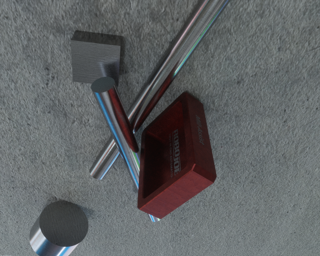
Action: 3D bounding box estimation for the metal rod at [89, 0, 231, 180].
[{"bbox_3d":[-0.018,-0.032,0.379,0.025,0.025,0.298,24,126,-19],"label":"metal rod"}]

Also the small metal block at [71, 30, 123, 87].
[{"bbox_3d":[-0.069,-0.076,0.341,0.050,0.025,0.050,6,130,-5],"label":"small metal block"}]

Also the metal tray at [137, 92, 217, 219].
[{"bbox_3d":[0.015,0.028,0.362,0.030,0.130,0.090,32,123,-25],"label":"metal tray"}]

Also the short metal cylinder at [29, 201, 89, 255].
[{"bbox_3d":[-0.167,0.169,0.513,0.080,0.080,0.050,25,125,-20],"label":"short metal cylinder"}]

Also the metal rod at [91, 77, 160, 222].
[{"bbox_3d":[-0.033,0.053,0.426,0.025,0.025,0.299,-8,138,6],"label":"metal rod"}]
